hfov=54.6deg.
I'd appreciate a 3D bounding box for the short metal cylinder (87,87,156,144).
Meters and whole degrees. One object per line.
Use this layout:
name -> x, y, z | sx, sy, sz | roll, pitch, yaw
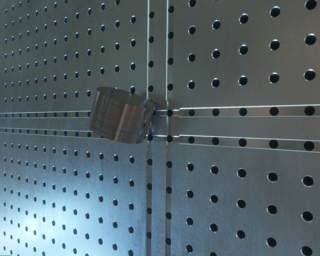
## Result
short metal cylinder -> -0.052, -0.018, 0.417 | 0.080, 0.081, 0.050 | 30, 109, 36
